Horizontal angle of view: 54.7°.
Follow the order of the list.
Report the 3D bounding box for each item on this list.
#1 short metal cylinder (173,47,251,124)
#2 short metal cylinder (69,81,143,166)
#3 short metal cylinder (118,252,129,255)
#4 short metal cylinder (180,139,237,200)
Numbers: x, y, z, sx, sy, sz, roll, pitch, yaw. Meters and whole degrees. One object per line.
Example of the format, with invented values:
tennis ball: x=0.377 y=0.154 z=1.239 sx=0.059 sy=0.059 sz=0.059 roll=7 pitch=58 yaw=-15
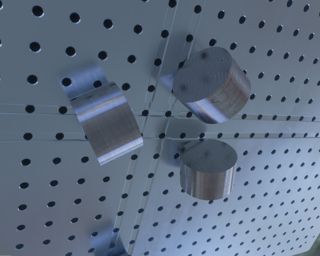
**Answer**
short metal cylinder: x=0.063 y=-0.052 z=0.380 sx=0.080 sy=0.080 sz=0.050 roll=-47 pitch=129 yaw=5
short metal cylinder: x=-0.059 y=-0.005 z=0.341 sx=0.050 sy=0.080 sz=0.080 roll=-26 pitch=128 yaw=-13
short metal cylinder: x=-0.061 y=0.249 z=0.498 sx=0.050 sy=0.080 sz=0.079 roll=-21 pitch=127 yaw=-16
short metal cylinder: x=0.069 y=0.059 z=0.452 sx=0.081 sy=0.080 sz=0.050 roll=-15 pitch=125 yaw=-20
